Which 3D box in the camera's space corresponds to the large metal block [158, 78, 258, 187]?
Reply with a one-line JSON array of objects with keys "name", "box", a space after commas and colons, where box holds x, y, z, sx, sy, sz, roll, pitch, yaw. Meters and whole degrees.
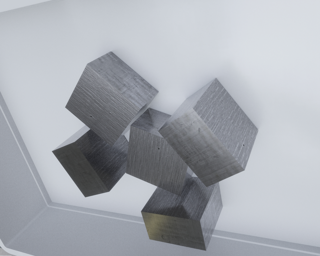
[{"name": "large metal block", "box": [0.057, 0.003, 0.342, 0.080, 0.080, 0.050, 49, 128, -7]}]

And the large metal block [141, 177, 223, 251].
[{"name": "large metal block", "box": [0.033, 0.111, 0.422, 0.080, 0.080, 0.050, 1, 119, 27]}]

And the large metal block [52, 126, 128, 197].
[{"name": "large metal block", "box": [-0.089, 0.038, 0.440, 0.050, 0.080, 0.080, -20, 108, 35]}]

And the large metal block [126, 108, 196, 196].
[{"name": "large metal block", "box": [0.006, 0.031, 0.405, 0.080, 0.050, 0.079, 20, 126, 15]}]

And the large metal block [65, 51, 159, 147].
[{"name": "large metal block", "box": [-0.063, -0.036, 0.399, 0.080, 0.050, 0.080, 41, 129, 0]}]
